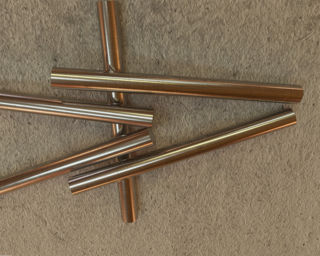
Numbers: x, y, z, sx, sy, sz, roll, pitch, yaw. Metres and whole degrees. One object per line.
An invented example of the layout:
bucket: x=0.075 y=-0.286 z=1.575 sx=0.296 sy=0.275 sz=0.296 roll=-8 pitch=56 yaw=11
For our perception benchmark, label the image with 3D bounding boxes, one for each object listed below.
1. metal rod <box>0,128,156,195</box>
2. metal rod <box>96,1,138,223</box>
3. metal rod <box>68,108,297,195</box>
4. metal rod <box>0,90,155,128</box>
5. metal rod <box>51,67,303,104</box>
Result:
metal rod: x=-0.149 y=0.057 z=0.415 sx=0.301 sy=0.025 sz=0.025 roll=-19 pitch=109 yaw=12
metal rod: x=-0.053 y=-0.006 z=0.408 sx=0.025 sy=0.025 sz=0.298 roll=-3 pitch=110 yaw=1
metal rod: x=0.030 y=0.030 z=0.406 sx=0.302 sy=0.025 sz=0.025 roll=-18 pitch=110 yaw=-1
metal rod: x=-0.158 y=-0.030 z=0.383 sx=0.302 sy=0.025 sz=0.025 roll=7 pitch=110 yaw=3
metal rod: x=0.027 y=-0.050 z=0.375 sx=0.302 sy=0.025 sz=0.025 roll=3 pitch=110 yaw=-8
